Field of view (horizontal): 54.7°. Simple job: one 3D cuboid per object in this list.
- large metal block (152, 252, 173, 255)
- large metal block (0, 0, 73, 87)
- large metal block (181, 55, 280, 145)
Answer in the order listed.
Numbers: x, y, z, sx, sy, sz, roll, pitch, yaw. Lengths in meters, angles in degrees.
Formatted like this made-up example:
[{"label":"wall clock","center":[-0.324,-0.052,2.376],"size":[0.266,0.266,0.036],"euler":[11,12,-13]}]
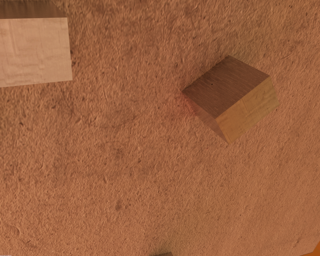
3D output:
[{"label":"large metal block","center":[0.006,0.285,0.550],"size":[0.050,0.080,0.079],"euler":[1,118,-29]},{"label":"large metal block","center":[-0.124,-0.073,0.258],"size":[0.081,0.080,0.050],"euler":[-10,123,-23]},{"label":"large metal block","center":[0.088,-0.038,0.395],"size":[0.080,0.080,0.050],"euler":[-38,129,-3]}]
